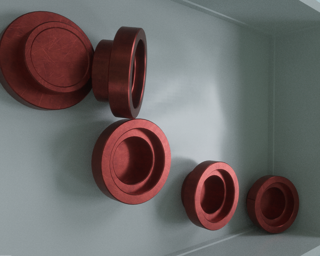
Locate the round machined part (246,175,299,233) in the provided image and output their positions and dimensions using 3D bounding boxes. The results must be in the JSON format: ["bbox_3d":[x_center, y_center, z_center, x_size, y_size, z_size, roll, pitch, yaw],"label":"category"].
[{"bbox_3d":[0.194,0.132,0.550,0.099,0.042,0.097,1,88,-22],"label":"round machined part"}]

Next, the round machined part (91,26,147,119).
[{"bbox_3d":[-0.044,-0.060,0.338,0.098,0.042,0.097,4,92,-84],"label":"round machined part"}]

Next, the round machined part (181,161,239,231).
[{"bbox_3d":[0.070,0.097,0.457,0.099,0.042,0.097,0,90,-40],"label":"round machined part"}]

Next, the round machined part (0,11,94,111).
[{"bbox_3d":[-0.106,-0.067,0.308,0.099,0.042,0.097,0,90,-40],"label":"round machined part"}]

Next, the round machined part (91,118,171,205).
[{"bbox_3d":[-0.037,0.038,0.366,0.099,0.042,0.097,0,90,-40],"label":"round machined part"}]
